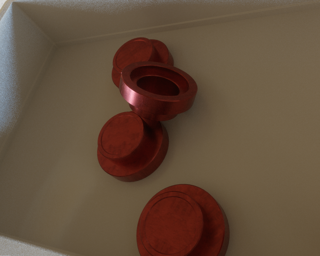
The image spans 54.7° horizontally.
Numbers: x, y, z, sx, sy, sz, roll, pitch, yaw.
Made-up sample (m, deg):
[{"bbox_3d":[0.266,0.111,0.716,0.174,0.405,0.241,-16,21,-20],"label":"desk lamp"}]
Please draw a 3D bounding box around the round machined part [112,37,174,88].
[{"bbox_3d":[-0.032,-0.099,0.473,0.098,0.042,0.098,-13,56,21],"label":"round machined part"}]

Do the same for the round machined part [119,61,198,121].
[{"bbox_3d":[-0.004,-0.045,0.403,0.099,0.042,0.098,10,37,-7],"label":"round machined part"}]

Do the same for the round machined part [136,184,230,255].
[{"bbox_3d":[0.018,0.104,0.321,0.098,0.042,0.098,-13,56,21],"label":"round machined part"}]

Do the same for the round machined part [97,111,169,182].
[{"bbox_3d":[-0.042,0.017,0.406,0.098,0.042,0.098,-13,56,21],"label":"round machined part"}]
